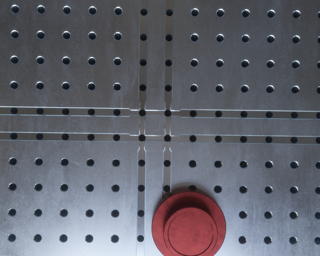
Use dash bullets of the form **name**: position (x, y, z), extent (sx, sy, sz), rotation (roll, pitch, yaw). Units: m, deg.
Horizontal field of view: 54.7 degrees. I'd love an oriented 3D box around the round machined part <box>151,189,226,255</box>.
- **round machined part**: position (0.038, 0.132, 0.406), extent (0.099, 0.042, 0.097), rotation (0, 90, -1)
